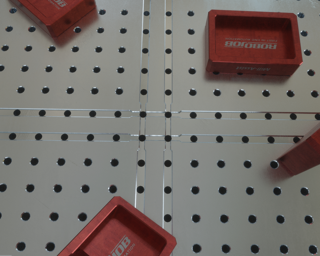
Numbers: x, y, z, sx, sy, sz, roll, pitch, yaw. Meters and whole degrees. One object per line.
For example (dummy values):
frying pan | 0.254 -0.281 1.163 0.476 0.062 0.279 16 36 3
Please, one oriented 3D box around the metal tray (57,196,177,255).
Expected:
metal tray | -0.052 0.143 0.322 0.090 0.030 0.131 34 42 11

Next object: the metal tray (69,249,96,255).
metal tray | -0.112 0.184 0.298 0.030 0.090 0.130 35 83 12

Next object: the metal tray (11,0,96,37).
metal tray | -0.177 -0.212 0.484 0.130 0.030 0.090 42 75 13

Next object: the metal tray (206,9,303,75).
metal tray | 0.135 -0.126 0.456 0.131 0.030 0.090 3 70 0

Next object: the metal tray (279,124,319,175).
metal tray | 0.216 0.000 0.380 0.131 0.090 0.030 -36 74 -13
